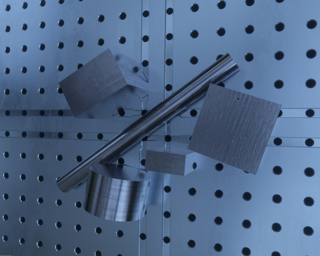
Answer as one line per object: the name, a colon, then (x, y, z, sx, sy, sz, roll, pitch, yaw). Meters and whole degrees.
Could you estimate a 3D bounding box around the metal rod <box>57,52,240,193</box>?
metal rod: (-0.027, 0.001, 0.420, 0.300, 0.025, 0.025, -36, 79, 16)

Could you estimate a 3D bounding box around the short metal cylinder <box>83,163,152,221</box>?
short metal cylinder: (-0.055, 0.081, 0.401, 0.080, 0.080, 0.050, 12, 94, 19)

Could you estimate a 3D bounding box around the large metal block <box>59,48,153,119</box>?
large metal block: (-0.068, -0.053, 0.407, 0.080, 0.080, 0.050, -30, 81, 17)

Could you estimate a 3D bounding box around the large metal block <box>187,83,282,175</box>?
large metal block: (0.088, 0.000, 0.365, 0.080, 0.050, 0.080, 20, 97, 18)

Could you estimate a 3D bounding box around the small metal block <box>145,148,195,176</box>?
small metal block: (0.014, 0.042, 0.394, 0.050, 0.050, 0.025, 6, 92, 19)
